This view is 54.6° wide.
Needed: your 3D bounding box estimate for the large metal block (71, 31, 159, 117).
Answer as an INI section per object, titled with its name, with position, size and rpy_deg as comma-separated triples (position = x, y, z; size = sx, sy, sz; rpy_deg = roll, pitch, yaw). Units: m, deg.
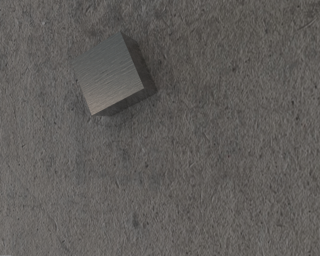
[large metal block]
position = -0.060, -0.069, 0.418
size = 0.080, 0.050, 0.080
rpy_deg = -25, 82, 18
